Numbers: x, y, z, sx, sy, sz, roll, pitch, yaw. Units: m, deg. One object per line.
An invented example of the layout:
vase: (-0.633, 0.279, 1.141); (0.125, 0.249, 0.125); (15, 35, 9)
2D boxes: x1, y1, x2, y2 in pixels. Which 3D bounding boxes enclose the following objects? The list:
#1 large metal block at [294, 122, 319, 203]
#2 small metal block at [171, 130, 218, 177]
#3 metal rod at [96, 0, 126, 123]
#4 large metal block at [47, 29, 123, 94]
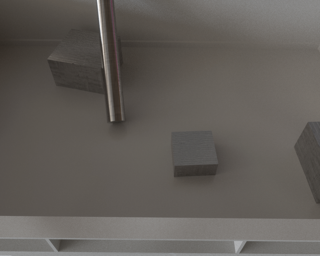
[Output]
large metal block: (0.216, 0.038, 0.360); (0.081, 0.050, 0.080); (-2, 50, -2)
small metal block: (0.041, 0.031, 0.380); (0.050, 0.025, 0.050); (-2, 50, -2)
metal rod: (-0.075, -0.155, 0.430); (0.025, 0.025, 0.298); (-6, 84, -5)
large metal block: (-0.110, -0.103, 0.474); (0.080, 0.050, 0.080); (11, 51, 9)
